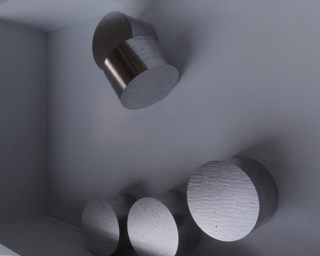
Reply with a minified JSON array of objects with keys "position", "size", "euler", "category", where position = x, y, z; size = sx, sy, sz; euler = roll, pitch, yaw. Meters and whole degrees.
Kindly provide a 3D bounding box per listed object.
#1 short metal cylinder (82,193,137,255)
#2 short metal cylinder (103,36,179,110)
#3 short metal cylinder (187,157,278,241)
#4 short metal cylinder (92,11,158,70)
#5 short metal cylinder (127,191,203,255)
[{"position":[-0.067,0.137,0.446],"size":[0.080,0.050,0.080],"euler":[0,90,40],"category":"short metal cylinder"},{"position":[-0.024,-0.068,0.391],"size":[0.080,0.081,0.050],"euler":[-46,63,30],"category":"short metal cylinder"},{"position":[0.076,0.072,0.328],"size":[0.080,0.050,0.080],"euler":[0,90,40],"category":"short metal cylinder"},{"position":[-0.049,-0.115,0.431],"size":[0.080,0.050,0.080],"euler":[0,90,40],"category":"short metal cylinder"},{"position":[0.006,0.122,0.386],"size":[0.080,0.050,0.080],"euler":[0,90,40],"category":"short metal cylinder"}]
